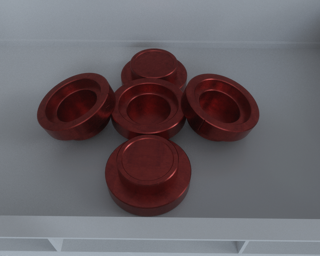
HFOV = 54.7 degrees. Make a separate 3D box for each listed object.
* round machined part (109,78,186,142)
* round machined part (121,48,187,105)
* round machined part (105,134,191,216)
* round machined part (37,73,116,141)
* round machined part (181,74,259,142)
[{"bbox_3d":[-0.015,-0.018,0.406,0.099,0.042,0.098,0,50,0],"label":"round machined part"},{"bbox_3d":[-0.009,-0.081,0.460,0.099,0.042,0.098,0,50,0],"label":"round machined part"},{"bbox_3d":[-0.013,0.046,0.353,0.099,0.042,0.098,0,50,0],"label":"round machined part"},{"bbox_3d":[-0.102,-0.023,0.400,0.098,0.042,0.098,-11,48,13],"label":"round machined part"},{"bbox_3d":[0.073,-0.021,0.399,0.099,0.042,0.098,11,49,-13],"label":"round machined part"}]
